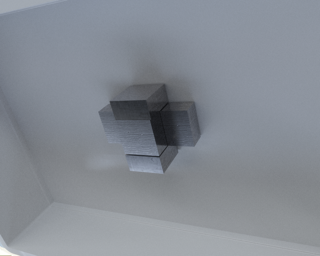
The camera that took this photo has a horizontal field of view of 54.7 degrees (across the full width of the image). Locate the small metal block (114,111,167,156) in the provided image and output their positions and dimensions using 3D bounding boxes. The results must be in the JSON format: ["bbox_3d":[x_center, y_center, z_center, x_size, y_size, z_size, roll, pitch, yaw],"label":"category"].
[{"bbox_3d":[-0.023,0.006,0.389,0.050,0.025,0.050,1,119,27],"label":"small metal block"}]

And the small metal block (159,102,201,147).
[{"bbox_3d":[0.020,-0.005,0.393,0.050,0.025,0.050,1,119,27],"label":"small metal block"}]

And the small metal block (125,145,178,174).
[{"bbox_3d":[-0.010,0.035,0.415,0.050,0.050,0.025,1,119,27],"label":"small metal block"}]

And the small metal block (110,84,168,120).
[{"bbox_3d":[-0.025,-0.033,0.382,0.050,0.050,0.025,1,119,27],"label":"small metal block"}]

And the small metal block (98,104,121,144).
[{"bbox_3d":[-0.051,-0.006,0.429,0.050,0.025,0.050,1,119,28],"label":"small metal block"}]
